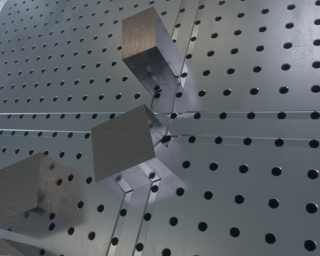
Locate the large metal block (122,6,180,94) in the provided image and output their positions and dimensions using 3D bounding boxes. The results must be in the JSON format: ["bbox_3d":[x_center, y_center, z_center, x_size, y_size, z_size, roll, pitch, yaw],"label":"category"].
[{"bbox_3d":[-0.013,-0.110,0.448,0.050,0.080,0.080,-17,55,19],"label":"large metal block"}]

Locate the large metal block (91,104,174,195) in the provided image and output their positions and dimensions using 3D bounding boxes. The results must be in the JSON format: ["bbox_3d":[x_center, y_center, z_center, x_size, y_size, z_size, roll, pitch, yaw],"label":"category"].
[{"bbox_3d":[-0.037,0.028,0.395,0.080,0.050,0.080,-24,53,14],"label":"large metal block"}]

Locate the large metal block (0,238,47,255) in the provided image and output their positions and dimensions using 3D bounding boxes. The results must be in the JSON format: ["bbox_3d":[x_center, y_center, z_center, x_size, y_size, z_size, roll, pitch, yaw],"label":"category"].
[{"bbox_3d":[-0.169,0.189,0.367,0.080,0.050,0.080,14,69,33],"label":"large metal block"}]

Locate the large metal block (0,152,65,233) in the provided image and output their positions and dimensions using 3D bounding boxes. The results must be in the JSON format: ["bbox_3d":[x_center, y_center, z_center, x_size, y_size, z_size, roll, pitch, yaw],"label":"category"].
[{"bbox_3d":[-0.183,0.091,0.434,0.080,0.050,0.080,-22,53,15],"label":"large metal block"}]
